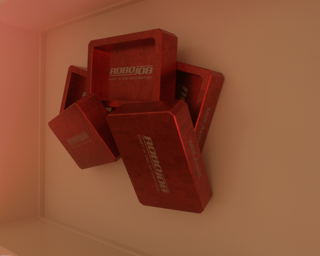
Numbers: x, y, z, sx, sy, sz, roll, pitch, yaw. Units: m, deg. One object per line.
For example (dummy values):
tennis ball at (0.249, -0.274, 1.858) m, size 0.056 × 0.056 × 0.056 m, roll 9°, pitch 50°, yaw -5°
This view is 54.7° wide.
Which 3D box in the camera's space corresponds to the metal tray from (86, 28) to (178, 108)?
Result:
metal tray at (-0.040, -0.070, 0.393) m, size 0.130 × 0.030 × 0.089 m, roll 5°, pitch 93°, yaw 39°

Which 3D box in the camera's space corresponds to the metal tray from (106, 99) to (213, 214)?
metal tray at (0.001, 0.034, 0.357) m, size 0.090 × 0.030 × 0.129 m, roll -2°, pitch 118°, yaw 34°

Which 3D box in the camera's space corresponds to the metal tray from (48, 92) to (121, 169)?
metal tray at (-0.104, 0.010, 0.441) m, size 0.130 × 0.030 × 0.090 m, roll -19°, pitch 108°, yaw 54°

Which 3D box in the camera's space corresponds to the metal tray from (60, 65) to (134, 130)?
metal tray at (-0.101, -0.039, 0.480) m, size 0.130 × 0.030 × 0.089 m, roll 25°, pitch 106°, yaw 37°

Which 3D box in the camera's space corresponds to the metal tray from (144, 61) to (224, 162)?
metal tray at (0.017, -0.016, 0.385) m, size 0.090 × 0.030 × 0.129 m, roll 24°, pitch 105°, yaw 37°
